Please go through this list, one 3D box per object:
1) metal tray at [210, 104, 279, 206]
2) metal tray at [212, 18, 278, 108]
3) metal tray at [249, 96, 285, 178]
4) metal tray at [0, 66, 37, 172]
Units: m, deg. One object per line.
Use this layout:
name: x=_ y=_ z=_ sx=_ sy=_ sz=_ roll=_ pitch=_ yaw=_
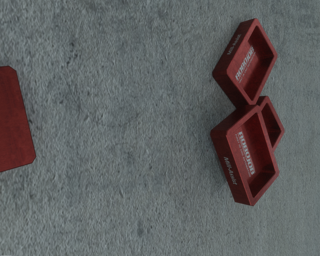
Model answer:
metal tray: x=0.133 y=0.040 z=0.472 sx=0.091 sy=0.030 sz=0.129 roll=-36 pitch=112 yaw=-34
metal tray: x=0.147 y=-0.108 z=0.523 sx=0.090 sy=0.030 sz=0.130 roll=46 pitch=63 yaw=-31
metal tray: x=0.165 y=0.018 z=0.538 sx=0.130 sy=0.030 sz=0.090 roll=-51 pitch=120 yaw=-28
metal tray: x=-0.179 y=0.002 z=0.251 sx=0.131 sy=0.030 sz=0.089 roll=-16 pitch=101 yaw=-39
